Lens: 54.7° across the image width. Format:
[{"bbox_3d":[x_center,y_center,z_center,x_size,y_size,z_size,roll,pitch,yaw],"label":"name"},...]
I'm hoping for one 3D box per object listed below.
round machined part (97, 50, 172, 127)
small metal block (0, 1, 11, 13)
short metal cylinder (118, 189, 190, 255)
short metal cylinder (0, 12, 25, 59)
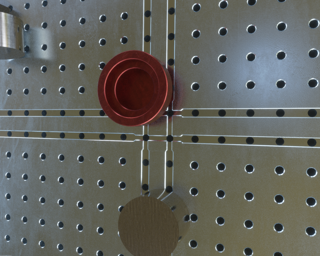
[{"bbox_3d":[-0.030,-0.051,0.414,0.098,0.042,0.097,0,90,20],"label":"round machined part"},{"bbox_3d":[-0.284,-0.194,0.513,0.050,0.025,0.050,41,103,15],"label":"small metal block"},{"bbox_3d":[-0.007,0.123,0.401,0.080,0.050,0.080,0,90,20],"label":"short metal cylinder"},{"bbox_3d":[-0.251,-0.139,0.472,0.080,0.080,0.050,-4,89,20],"label":"short metal cylinder"}]
